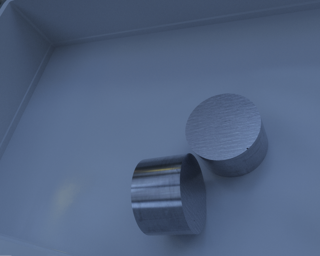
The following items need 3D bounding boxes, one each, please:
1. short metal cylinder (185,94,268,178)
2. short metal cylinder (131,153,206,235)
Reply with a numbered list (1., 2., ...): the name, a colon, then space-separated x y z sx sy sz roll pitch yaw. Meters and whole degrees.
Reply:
1. short metal cylinder: 0.075 0.009 0.344 0.080 0.050 0.080 -13 56 20
2. short metal cylinder: 0.012 0.069 0.321 0.050 0.080 0.080 -10 58 23
